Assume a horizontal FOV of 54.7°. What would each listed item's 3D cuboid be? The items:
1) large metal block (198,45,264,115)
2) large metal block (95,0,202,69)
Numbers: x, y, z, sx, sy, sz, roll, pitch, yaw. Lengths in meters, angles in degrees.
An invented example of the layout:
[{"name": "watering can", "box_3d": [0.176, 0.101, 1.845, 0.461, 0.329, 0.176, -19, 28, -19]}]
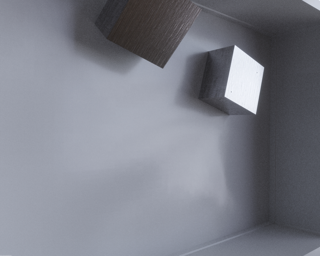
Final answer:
[{"name": "large metal block", "box_3d": [0.113, -0.071, 0.484, 0.080, 0.050, 0.080, 22, 76, -38]}, {"name": "large metal block", "box_3d": [-0.014, -0.127, 0.354, 0.080, 0.050, 0.080, 20, 113, -38]}]
